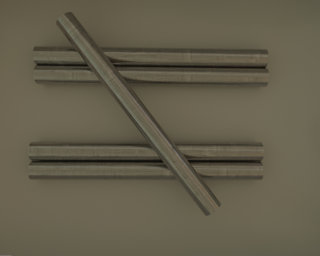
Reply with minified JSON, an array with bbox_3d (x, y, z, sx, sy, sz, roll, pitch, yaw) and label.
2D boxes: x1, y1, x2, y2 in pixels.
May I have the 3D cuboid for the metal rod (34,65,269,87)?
[{"bbox_3d":[-0.011,-0.069,0.409,0.302,0.025,0.025,1,90,0],"label":"metal rod"}]

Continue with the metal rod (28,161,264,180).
[{"bbox_3d":[-0.018,0.056,0.409,0.302,0.025,0.025,0,90,0],"label":"metal rod"}]

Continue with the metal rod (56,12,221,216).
[{"bbox_3d":[-0.026,-0.017,0.385,0.025,0.025,0.300,-38,90,0],"label":"metal rod"}]

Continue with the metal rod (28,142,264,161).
[{"bbox_3d":[-0.017,0.031,0.409,0.302,0.025,0.025,0,90,0],"label":"metal rod"}]

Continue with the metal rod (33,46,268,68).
[{"bbox_3d":[-0.012,-0.093,0.409,0.302,0.025,0.025,1,90,0],"label":"metal rod"}]
